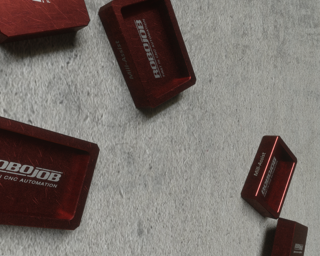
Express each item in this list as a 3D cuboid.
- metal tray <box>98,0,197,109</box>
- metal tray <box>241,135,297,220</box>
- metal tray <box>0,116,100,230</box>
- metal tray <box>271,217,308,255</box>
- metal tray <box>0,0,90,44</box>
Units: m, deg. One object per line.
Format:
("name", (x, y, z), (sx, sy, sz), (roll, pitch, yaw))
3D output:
("metal tray", (-0.011, -0.100, 0.391), (0.091, 0.030, 0.129), (-33, 111, -35))
("metal tray", (0.205, 0.090, 0.572), (0.090, 0.030, 0.130), (43, 64, -32))
("metal tray", (-0.130, 0.043, 0.292), (0.131, 0.030, 0.090), (21, 77, -38))
("metal tray", (0.248, 0.224, 0.588), (0.130, 0.030, 0.090), (32, 70, -51))
("metal tray", (-0.130, -0.153, 0.292), (0.091, 0.030, 0.129), (-25, 106, -37))
